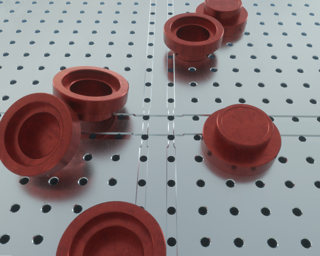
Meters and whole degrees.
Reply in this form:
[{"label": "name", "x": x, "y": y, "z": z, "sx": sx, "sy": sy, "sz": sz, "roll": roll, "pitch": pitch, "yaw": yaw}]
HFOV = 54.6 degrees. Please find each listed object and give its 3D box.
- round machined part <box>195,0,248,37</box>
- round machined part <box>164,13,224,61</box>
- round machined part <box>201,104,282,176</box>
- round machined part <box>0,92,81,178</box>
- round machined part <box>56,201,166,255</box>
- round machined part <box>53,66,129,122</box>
[{"label": "round machined part", "x": 0.115, "y": -0.217, "z": 0.580, "sx": 0.099, "sy": 0.042, "sz": 0.098, "roll": 0, "pitch": 50, "yaw": 0}, {"label": "round machined part", "x": 0.055, "y": -0.150, "z": 0.523, "sx": 0.099, "sy": 0.042, "sz": 0.098, "roll": 0, "pitch": 50, "yaw": 0}, {"label": "round machined part", "x": 0.103, "y": 0.007, "z": 0.391, "sx": 0.099, "sy": 0.042, "sz": 0.098, "roll": 0, "pitch": 50, "yaw": 0}, {"label": "round machined part", "x": -0.139, "y": 0.010, "z": 0.370, "sx": 0.098, "sy": 0.042, "sz": 0.098, "roll": -3, "pitch": 76, "yaw": 13}, {"label": "round machined part", "x": -0.043, "y": 0.123, "z": 0.293, "sx": 0.099, "sy": 0.042, "sz": 0.098, "roll": 0, "pitch": 50, "yaw": 0}, {"label": "round machined part", "x": -0.093, "y": -0.044, "z": 0.421, "sx": 0.099, "sy": 0.042, "sz": 0.098, "roll": 8, "pitch": 34, "yaw": -5}]
